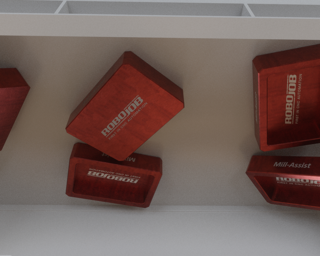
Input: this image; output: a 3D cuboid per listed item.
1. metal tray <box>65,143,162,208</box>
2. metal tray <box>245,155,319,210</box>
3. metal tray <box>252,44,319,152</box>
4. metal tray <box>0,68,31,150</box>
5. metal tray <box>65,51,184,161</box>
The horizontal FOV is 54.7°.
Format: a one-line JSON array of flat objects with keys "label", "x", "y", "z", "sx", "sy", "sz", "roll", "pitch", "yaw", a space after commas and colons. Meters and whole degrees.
[{"label": "metal tray", "x": -0.070, "y": 0.074, "z": 0.468, "sx": 0.131, "sy": 0.030, "sz": 0.089, "roll": 11, "pitch": 129, "yaw": -10}, {"label": "metal tray", "x": 0.198, "y": 0.077, "z": 0.430, "sx": 0.130, "sy": 0.030, "sz": 0.090, "roll": -4, "pitch": 137, "yaw": 45}, {"label": "metal tray", "x": 0.164, "y": -0.032, "z": 0.379, "sx": 0.090, "sy": 0.030, "sz": 0.129, "roll": -10, "pitch": 130, "yaw": 8}, {"label": "metal tray", "x": -0.217, "y": -0.011, "z": 0.357, "sx": 0.030, "sy": 0.091, "sz": 0.129, "roll": 51, "pitch": 124, "yaw": 16}, {"label": "metal tray", "x": -0.045, "y": -0.021, "z": 0.387, "sx": 0.090, "sy": 0.030, "sz": 0.129, "roll": 33, "pitch": 123, "yaw": -25}]
